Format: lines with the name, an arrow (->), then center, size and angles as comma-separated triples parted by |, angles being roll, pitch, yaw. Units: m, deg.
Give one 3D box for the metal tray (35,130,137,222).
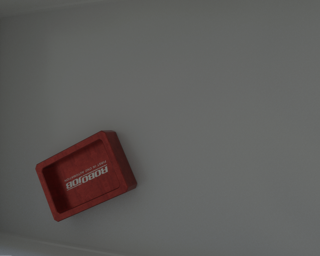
metal tray -> -0.108, 0.069, 0.446 | 0.130, 0.030, 0.090 | -26, 81, 18
